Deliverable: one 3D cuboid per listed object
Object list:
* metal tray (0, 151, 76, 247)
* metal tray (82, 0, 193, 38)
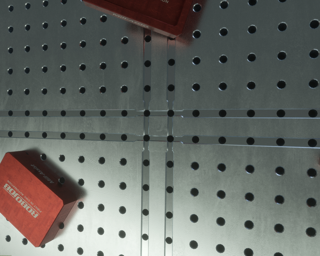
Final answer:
[{"bbox_3d":[-0.204,0.107,0.483,0.130,0.030,0.090,35,101,16],"label":"metal tray"},{"bbox_3d":[-0.022,-0.178,0.388,0.131,0.030,0.090,18,97,-9],"label":"metal tray"}]
